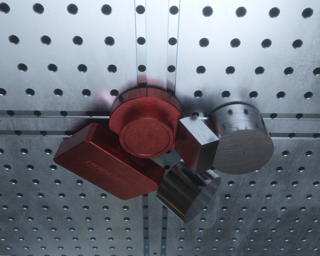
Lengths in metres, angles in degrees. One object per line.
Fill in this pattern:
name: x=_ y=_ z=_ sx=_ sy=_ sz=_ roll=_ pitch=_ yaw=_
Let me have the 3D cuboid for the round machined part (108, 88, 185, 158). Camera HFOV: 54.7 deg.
round machined part: x=-0.016 y=0.001 z=0.395 sx=0.099 sy=0.042 sz=0.097 roll=0 pitch=130 yaw=0

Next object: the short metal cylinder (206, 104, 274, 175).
short metal cylinder: x=0.101 y=0.016 z=0.405 sx=0.081 sy=0.050 sz=0.079 roll=0 pitch=130 yaw=0

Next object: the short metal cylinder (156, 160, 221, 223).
short metal cylinder: x=0.041 y=0.086 z=0.436 sx=0.050 sy=0.081 sz=0.079 roll=37 pitch=135 yaw=26

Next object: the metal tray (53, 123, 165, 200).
metal tray: x=-0.069 y=0.053 z=0.433 sx=0.130 sy=0.030 sz=0.090 roll=37 pitch=136 yaw=-28

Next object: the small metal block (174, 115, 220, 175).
small metal block: x=0.044 y=0.020 z=0.384 sx=0.025 sy=0.050 sz=0.050 roll=-15 pitch=134 yaw=-25
